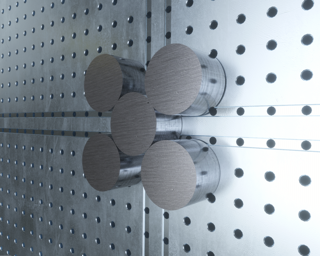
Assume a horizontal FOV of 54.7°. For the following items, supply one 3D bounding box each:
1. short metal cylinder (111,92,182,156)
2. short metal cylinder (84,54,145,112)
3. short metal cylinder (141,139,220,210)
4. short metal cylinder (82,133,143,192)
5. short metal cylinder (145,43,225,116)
[{"bbox_3d":[-0.019,-0.005,0.406,0.080,0.050,0.079,0,90,39],"label":"short metal cylinder"},{"bbox_3d":[-0.063,-0.061,0.442,0.080,0.050,0.079,0,90,39],"label":"short metal cylinder"},{"bbox_3d":[0.024,0.053,0.371,0.080,0.050,0.079,0,90,39],"label":"short metal cylinder"},{"bbox_3d":[-0.066,0.047,0.444,0.080,0.050,0.079,0,90,39],"label":"short metal cylinder"},{"bbox_3d":[0.029,-0.054,0.365,0.080,0.050,0.079,0,90,39],"label":"short metal cylinder"}]
